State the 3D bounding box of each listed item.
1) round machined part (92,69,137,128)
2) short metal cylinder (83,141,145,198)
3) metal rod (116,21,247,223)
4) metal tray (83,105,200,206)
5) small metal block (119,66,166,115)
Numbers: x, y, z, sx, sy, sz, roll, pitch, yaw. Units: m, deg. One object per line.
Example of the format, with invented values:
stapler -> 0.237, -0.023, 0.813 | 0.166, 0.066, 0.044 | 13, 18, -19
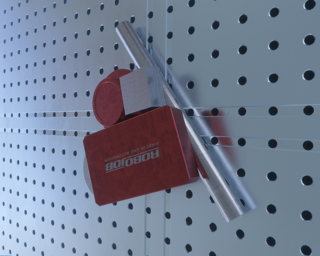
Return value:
round machined part -> -0.059, -0.036, 0.440 | 0.098, 0.042, 0.097 | 0, 90, 41
short metal cylinder -> -0.064, 0.057, 0.440 | 0.080, 0.050, 0.079 | 0, 90, 40
metal rod -> 0.016, -0.024, 0.392 | 0.025, 0.025, 0.299 | -43, 64, 31
metal tray -> -0.027, 0.036, 0.373 | 0.130, 0.030, 0.090 | -20, 78, 25
small metal block -> -0.022, -0.046, 0.392 | 0.050, 0.025, 0.050 | -14, 84, 44
